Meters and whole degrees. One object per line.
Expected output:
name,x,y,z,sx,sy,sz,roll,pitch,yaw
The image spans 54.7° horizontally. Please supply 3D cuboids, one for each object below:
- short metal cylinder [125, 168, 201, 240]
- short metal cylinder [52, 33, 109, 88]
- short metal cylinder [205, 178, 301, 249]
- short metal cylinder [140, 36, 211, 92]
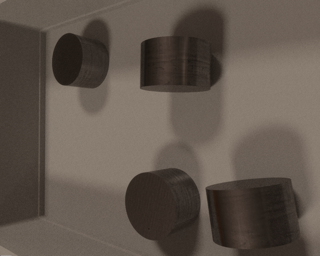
short metal cylinder,0.003,0.092,0.386,0.080,0.050,0.079,0,90,39
short metal cylinder,-0.127,-0.105,0.492,0.080,0.050,0.079,0,90,39
short metal cylinder,0.088,0.078,0.298,0.080,0.081,0.050,-12,83,39
short metal cylinder,0.018,-0.069,0.355,0.080,0.081,0.050,2,92,39
